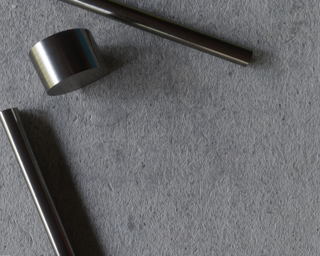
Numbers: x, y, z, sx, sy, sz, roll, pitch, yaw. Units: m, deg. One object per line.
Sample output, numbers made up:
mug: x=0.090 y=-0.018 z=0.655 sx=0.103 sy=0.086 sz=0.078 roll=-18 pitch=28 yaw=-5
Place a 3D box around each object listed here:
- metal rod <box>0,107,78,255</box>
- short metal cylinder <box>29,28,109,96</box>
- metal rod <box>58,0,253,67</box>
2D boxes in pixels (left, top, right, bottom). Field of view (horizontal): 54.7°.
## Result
metal rod: x=-0.144 y=0.116 z=0.408 sx=0.025 sy=0.025 sz=0.299 roll=-22 pitch=90 yaw=0
short metal cylinder: x=-0.111 y=-0.079 z=0.381 sx=0.080 sy=0.080 sz=0.050 roll=-25 pitch=90 yaw=0
metal rod: x=-0.024 y=-0.143 z=0.409 sx=0.302 sy=0.025 sz=0.025 roll=20 pitch=90 yaw=-1
